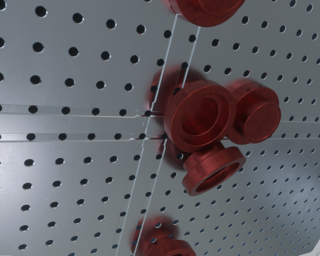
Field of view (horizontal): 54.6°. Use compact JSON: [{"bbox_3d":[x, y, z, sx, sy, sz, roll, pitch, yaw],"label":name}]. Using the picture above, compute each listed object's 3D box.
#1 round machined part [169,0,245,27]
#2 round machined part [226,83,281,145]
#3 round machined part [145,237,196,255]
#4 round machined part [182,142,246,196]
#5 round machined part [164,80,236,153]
[{"bbox_3d":[0.059,-0.158,0.334,0.099,0.042,0.097,-14,124,-21],"label":"round machined part"},{"bbox_3d":[0.141,-0.015,0.467,0.099,0.042,0.097,-14,124,-21],"label":"round machined part"},{"bbox_3d":[0.012,0.234,0.550,0.099,0.042,0.097,-14,124,-21],"label":"round machined part"},{"bbox_3d":[0.074,0.056,0.458,0.099,0.042,0.098,-26,154,-13],"label":"round machined part"},{"bbox_3d":[0.049,-0.019,0.414,0.099,0.042,0.097,-14,124,-21],"label":"round machined part"}]
